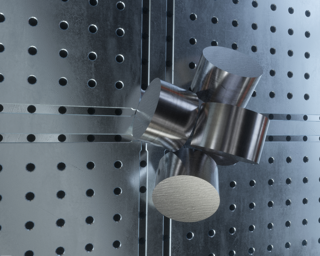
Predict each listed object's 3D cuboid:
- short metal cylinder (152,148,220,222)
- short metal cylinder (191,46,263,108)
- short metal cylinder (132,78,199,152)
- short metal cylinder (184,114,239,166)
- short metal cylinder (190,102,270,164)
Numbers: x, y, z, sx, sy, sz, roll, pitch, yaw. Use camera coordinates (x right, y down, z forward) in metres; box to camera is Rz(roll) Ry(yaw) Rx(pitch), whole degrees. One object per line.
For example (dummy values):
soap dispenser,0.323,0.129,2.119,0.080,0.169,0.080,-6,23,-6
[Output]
short metal cylinder,0.033,0.072,0.389,0.080,0.050,0.079,3,124,5
short metal cylinder,0.086,-0.066,0.407,0.081,0.080,0.050,2,129,-20
short metal cylinder,0.005,-0.016,0.385,0.050,0.080,0.080,20,83,-19
short metal cylinder,0.078,0.010,0.427,0.081,0.050,0.080,0,89,-20
short metal cylinder,0.080,0.007,0.359,0.081,0.080,0.050,18,84,-19
